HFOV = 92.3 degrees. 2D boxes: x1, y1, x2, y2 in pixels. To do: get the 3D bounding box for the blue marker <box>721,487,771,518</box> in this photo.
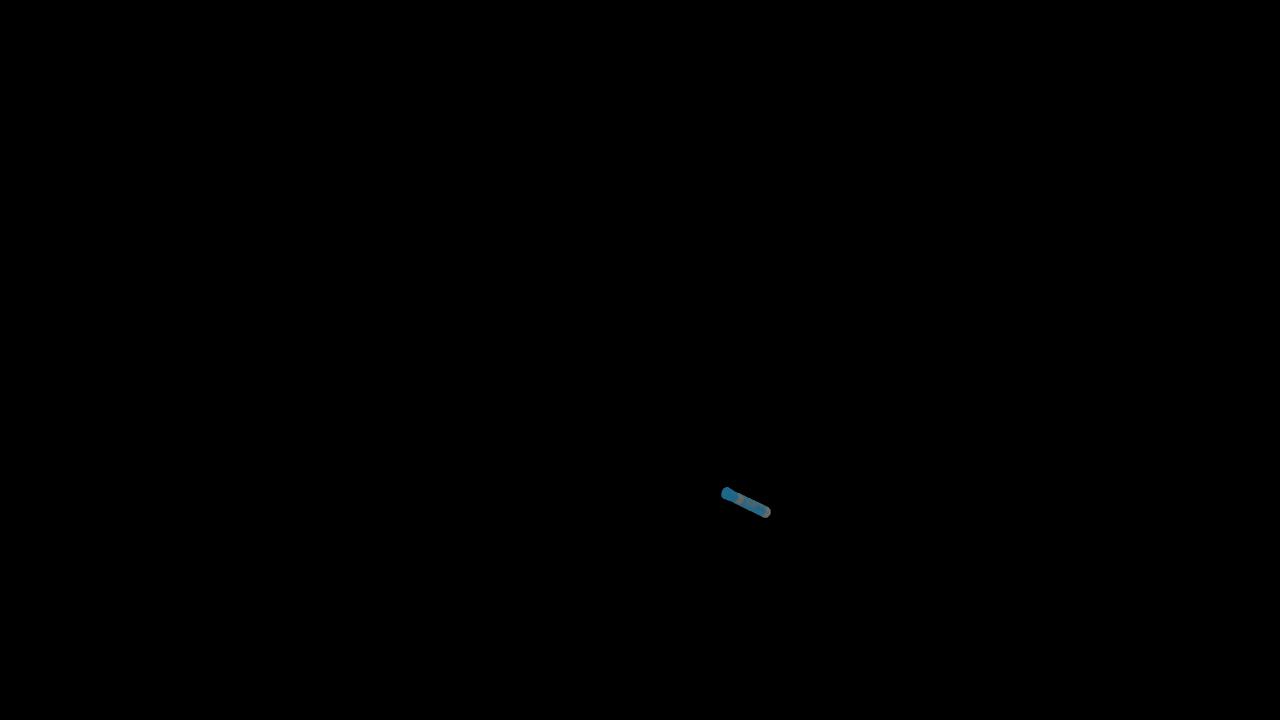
[{"bbox_3d":[0.167,0.225,0.969,0.020,0.020,0.121,0,-24,46],"label":"blue marker"}]
